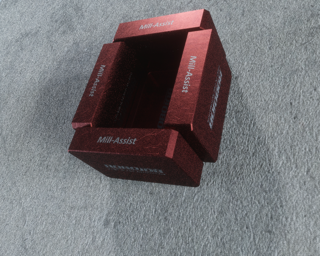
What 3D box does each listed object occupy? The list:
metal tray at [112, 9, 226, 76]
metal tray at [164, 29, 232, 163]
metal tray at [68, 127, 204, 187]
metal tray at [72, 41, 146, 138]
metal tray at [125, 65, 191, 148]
[{"bbox_3d":[0.014,-0.107,0.420,0.130,0.090,0.030,1,63,28],"label":"metal tray"},{"bbox_3d":[0.050,-0.036,0.358,0.030,0.090,0.130,1,62,28],"label":"metal tray"},{"bbox_3d":[-0.026,0.034,0.355,0.130,0.090,0.030,1,63,28],"label":"metal tray"},{"bbox_3d":[-0.058,-0.038,0.415,0.030,0.090,0.130,1,62,28],"label":"metal tray"},{"bbox_3d":[0.008,-0.023,0.411,0.090,0.030,0.130,1,62,28],"label":"metal tray"}]
